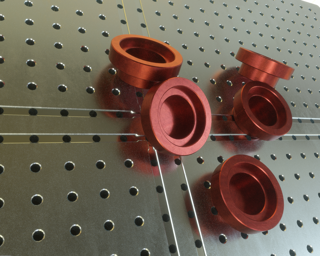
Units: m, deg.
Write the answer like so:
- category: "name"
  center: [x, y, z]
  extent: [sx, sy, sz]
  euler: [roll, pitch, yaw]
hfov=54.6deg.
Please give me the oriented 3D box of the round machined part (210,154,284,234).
- category: "round machined part"
  center: [0.107, 0.087, 0.401]
  extent: [0.099, 0.042, 0.098]
  euler: [13, 56, -21]

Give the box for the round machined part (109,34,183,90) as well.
- category: "round machined part"
  center: [-0.021, -0.088, 0.424]
  extent: [0.099, 0.042, 0.098]
  euler: [13, 34, -9]

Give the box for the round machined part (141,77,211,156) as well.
- category: "round machined part"
  center: [0.016, -0.013, 0.398]
  extent: [0.099, 0.042, 0.098]
  euler: [4, 83, -36]

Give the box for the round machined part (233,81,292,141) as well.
- category: "round machined part"
  center: [0.157, -0.023, 0.494]
  extent: [0.099, 0.042, 0.098]
  euler: [13, 58, -21]

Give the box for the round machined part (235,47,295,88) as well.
- category: "round machined part"
  center: [0.174, -0.101, 0.533]
  extent: [0.098, 0.042, 0.098]
  euler: [19, 20, -7]
